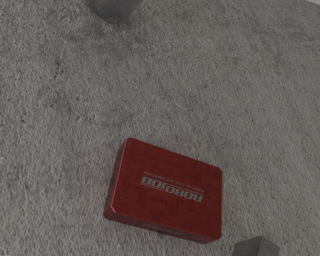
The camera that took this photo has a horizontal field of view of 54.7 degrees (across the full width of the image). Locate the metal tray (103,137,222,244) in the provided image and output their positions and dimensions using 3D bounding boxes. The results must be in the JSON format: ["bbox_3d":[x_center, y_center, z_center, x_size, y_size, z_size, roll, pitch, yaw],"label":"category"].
[{"bbox_3d":[0.009,0.074,0.360,0.131,0.030,0.090,20,54,-16],"label":"metal tray"}]

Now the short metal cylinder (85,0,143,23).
[{"bbox_3d":[-0.067,-0.205,0.458,0.080,0.080,0.050,34,51,-6],"label":"short metal cylinder"}]

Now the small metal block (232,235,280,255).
[{"bbox_3d":[0.103,0.155,0.349,0.025,0.050,0.050,36,51,-4],"label":"small metal block"}]
